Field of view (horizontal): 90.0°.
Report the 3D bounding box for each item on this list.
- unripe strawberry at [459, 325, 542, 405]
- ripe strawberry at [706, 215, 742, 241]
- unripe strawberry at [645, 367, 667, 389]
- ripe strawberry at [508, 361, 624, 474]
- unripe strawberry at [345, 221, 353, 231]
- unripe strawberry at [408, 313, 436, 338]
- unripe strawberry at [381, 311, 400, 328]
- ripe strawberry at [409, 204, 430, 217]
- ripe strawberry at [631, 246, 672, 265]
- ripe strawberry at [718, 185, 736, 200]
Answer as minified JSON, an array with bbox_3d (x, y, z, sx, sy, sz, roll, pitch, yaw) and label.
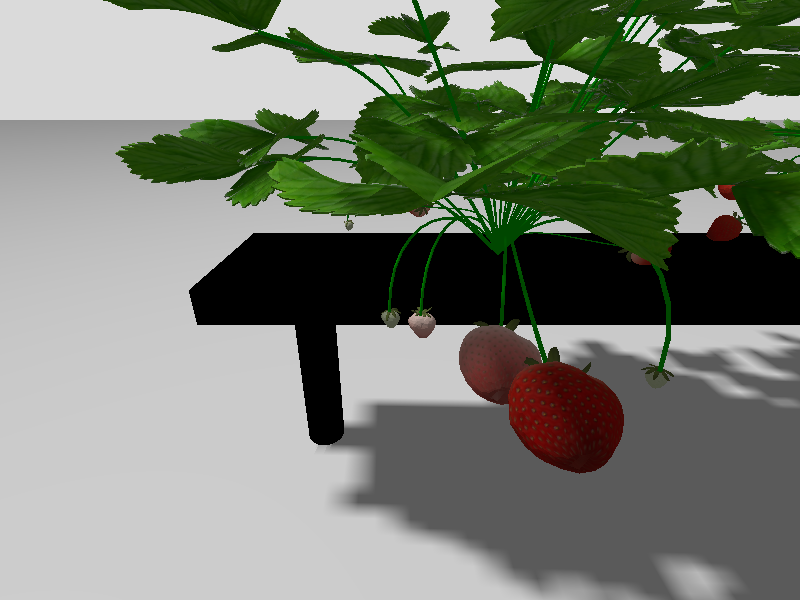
[{"bbox_3d":[0.045,0.030,0.182,0.038,0.032,0.038,6,33,11],"label":"unripe strawberry"},{"bbox_3d":[0.323,-0.071,0.401,0.027,0.023,0.027,-35,14,24],"label":"ripe strawberry"},{"bbox_3d":[0.119,0.037,0.187,0.009,0.010,0.010,-4,26,-8],"label":"unripe strawberry"},{"bbox_3d":[0.062,0.044,0.149,0.042,0.036,0.042,3,27,6],"label":"ripe strawberry"},{"bbox_3d":[-0.053,-0.078,0.420,0.010,0.010,0.009,11,28,21],"label":"unripe strawberry"},{"bbox_3d":[0.013,0.015,0.233,0.016,0.016,0.014,13,29,25],"label":"unripe strawberry"},{"bbox_3d":[-0.006,0.012,0.241,0.011,0.011,0.010,17,31,31],"label":"unripe strawberry"},{"bbox_3d":[0.021,-0.119,0.495,0.030,0.032,0.033,-12,28,-23],"label":"ripe strawberry"},{"bbox_3d":[0.211,-0.044,0.336,0.030,0.032,0.028,6,27,12],"label":"ripe strawberry"},{"bbox_3d":[0.481,-0.163,0.582,0.033,0.035,0.035,-6,19,-12],"label":"ripe strawberry"}]
